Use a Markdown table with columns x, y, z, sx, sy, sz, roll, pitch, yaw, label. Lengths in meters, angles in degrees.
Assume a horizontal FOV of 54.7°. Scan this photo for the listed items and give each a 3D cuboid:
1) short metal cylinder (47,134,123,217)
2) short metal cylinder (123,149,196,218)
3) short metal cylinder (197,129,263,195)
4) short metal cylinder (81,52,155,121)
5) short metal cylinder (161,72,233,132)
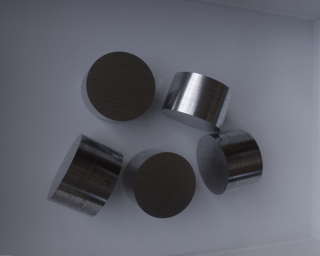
| x | y | z | sx | sy | sz | roll | pitch | yaw | label |
| --- | --- | --- | --- | --- | --- | --- | --- | --- | --- |
| -0.084 | 0.053 | 0.349 | 0.050 | 0.080 | 0.080 | 29 | 81 | -18 | short metal cylinder |
| -0.002 | 0.069 | 0.396 | 0.081 | 0.050 | 0.079 | 0 | 90 | -21 | short metal cylinder |
| 0.090 | 0.044 | 0.414 | 0.050 | 0.080 | 0.079 | -10 | 94 | -20 | short metal cylinder |
| -0.052 | -0.048 | 0.377 | 0.081 | 0.050 | 0.079 | 0 | 90 | -21 | short metal cylinder |
| 0.048 | -0.032 | 0.400 | 0.080 | 0.080 | 0.050 | 23 | 83 | -19 | short metal cylinder |
